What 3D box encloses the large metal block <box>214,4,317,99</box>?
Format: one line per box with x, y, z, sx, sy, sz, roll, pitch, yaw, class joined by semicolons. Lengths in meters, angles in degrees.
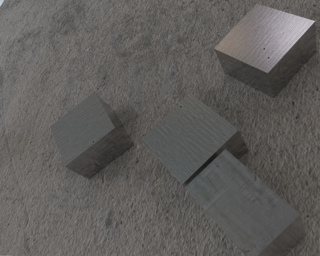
0.129;-0.096;0.379;0.080;0.050;0.080;-47;51;-5;large metal block

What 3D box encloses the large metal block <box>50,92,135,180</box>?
-0.095;0.010;0.432;0.080;0.050;0.080;-38;51;3;large metal block

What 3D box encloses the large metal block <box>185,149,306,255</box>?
0.079;0.076;0.280;0.050;0.080;0.080;-43;51;-1;large metal block

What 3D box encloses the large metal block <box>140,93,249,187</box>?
0.039;0.019;0.356;0.080;0.050;0.080;-44;51;-2;large metal block
